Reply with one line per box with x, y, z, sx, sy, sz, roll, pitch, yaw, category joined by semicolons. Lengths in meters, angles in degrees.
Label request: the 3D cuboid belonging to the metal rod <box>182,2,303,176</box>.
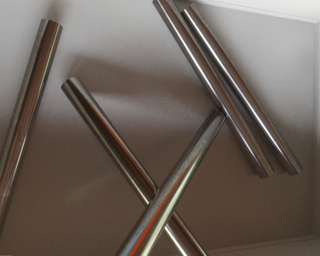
0.126;-0.049;0.458;0.025;0.025;0.300;-41;103;-16;metal rod

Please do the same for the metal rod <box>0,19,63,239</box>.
-0.164;0.022;0.350;0.025;0.025;0.299;16;84;-20;metal rod

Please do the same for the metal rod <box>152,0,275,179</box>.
0.081;-0.052;0.441;0.025;0.025;0.299;-37;102;-16;metal rod

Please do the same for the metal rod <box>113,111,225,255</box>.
0.017;0.061;0.331;0.025;0.025;0.301;55;40;-12;metal rod

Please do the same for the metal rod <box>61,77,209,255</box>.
-0.019;0.063;0.342;0.025;0.025;0.300;-34;77;-17;metal rod
